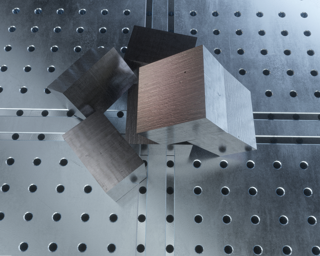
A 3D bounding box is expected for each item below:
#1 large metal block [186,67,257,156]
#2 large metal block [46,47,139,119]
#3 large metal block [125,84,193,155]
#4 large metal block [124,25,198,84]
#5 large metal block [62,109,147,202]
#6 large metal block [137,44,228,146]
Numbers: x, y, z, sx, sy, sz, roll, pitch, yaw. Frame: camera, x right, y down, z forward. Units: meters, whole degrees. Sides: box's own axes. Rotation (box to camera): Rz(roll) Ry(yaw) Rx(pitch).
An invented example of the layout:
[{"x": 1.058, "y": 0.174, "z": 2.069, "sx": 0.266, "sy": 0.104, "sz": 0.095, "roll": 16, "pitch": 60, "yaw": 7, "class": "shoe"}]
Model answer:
[{"x": 0.075, "y": -0.016, "z": 0.380, "sx": 0.050, "sy": 0.080, "sz": 0.080, "roll": -15, "pitch": 65, "yaw": 35, "class": "large metal block"}, {"x": -0.088, "y": -0.057, "z": 0.396, "sx": 0.080, "sy": 0.080, "sz": 0.050, "roll": -47, "pitch": 121, "yaw": -15, "class": "large metal block"}, {"x": -0.001, "y": -0.010, "z": 0.402, "sx": 0.080, "sy": 0.050, "sz": 0.080, "roll": 1, "pitch": 70, "yaw": 0, "class": "large metal block"}, {"x": 0.002, "y": -0.084, "z": 0.414, "sx": 0.080, "sy": 0.080, "sz": 0.050, "roll": 12, "pitch": 71, "yaw": 5, "class": "large metal block"}, {"x": -0.062, "y": 0.036, "z": 0.368, "sx": 0.050, "sy": 0.080, "sz": 0.080, "roll": -38, "pitch": 75, "yaw": -13, "class": "large metal block"}, {"x": 0.023, "y": -0.032, "z": 0.337, "sx": 0.080, "sy": 0.050, "sz": 0.080, "roll": -13, "pitch": 65, "yaw": 32, "class": "large metal block"}]
